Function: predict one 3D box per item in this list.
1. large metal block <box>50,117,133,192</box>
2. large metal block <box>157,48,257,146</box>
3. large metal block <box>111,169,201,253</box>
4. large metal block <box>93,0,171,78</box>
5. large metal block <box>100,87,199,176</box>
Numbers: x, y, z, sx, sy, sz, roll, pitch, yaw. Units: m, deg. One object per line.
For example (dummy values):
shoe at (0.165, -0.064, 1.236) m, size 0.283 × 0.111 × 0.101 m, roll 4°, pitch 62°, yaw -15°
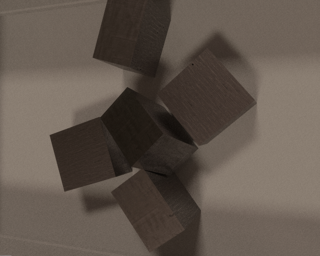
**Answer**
large metal block at (-0.095, 0.036, 0.429) m, size 0.080 × 0.050 × 0.080 m, roll -18°, pitch 84°, yaw 18°
large metal block at (0.058, -0.035, 0.376) m, size 0.080 × 0.050 × 0.080 m, roll -41°, pitch 77°, yaw 15°
large metal block at (-0.002, 0.091, 0.381) m, size 0.050 × 0.080 × 0.080 m, roll -39°, pitch 78°, yaw 16°
large metal block at (-0.033, -0.114, 0.392) m, size 0.050 × 0.080 × 0.080 m, roll 18°, pitch 96°, yaw 19°
large metal block at (-0.012, 0.006, 0.373) m, size 0.050 × 0.080 × 0.080 m, roll -47°, pitch 56°, yaw 14°
